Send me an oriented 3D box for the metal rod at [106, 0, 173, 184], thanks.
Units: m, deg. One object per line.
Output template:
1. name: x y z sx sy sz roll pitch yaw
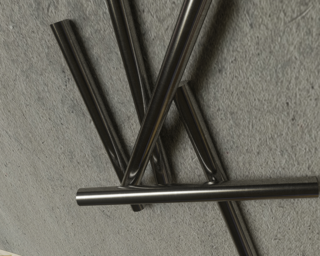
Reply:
1. metal rod: -0.026 -0.055 0.384 0.025 0.025 0.298 1 119 27

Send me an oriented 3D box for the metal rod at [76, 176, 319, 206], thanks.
1. metal rod: 0.034 0.082 0.394 0.301 0.025 0.025 -6 117 15

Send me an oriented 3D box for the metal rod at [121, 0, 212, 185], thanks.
1. metal rod: -0.001 -0.025 0.359 0.025 0.025 0.298 28 126 10

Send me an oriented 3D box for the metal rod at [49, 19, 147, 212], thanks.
1. metal rod: -0.080 -0.003 0.445 0.025 0.025 0.298 -6 116 30

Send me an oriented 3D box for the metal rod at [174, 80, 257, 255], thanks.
1. metal rod: 0.080 0.078 0.411 0.025 0.025 0.299 -12 113 33
